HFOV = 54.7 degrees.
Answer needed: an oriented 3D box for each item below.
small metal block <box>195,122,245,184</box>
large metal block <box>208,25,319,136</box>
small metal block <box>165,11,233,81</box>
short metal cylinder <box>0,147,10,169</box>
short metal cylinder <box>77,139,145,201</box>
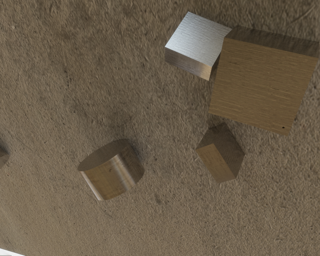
[{"bbox_3d":[0.073,0.029,0.370,0.025,0.050,0.050,-25,105,37],"label":"small metal block"},{"bbox_3d":[0.101,-0.049,0.308,0.080,0.050,0.079,18,126,17],"label":"large metal block"},{"bbox_3d":[0.039,-0.083,0.315,0.050,0.050,0.025,26,160,12],"label":"small metal block"},{"bbox_3d":[-0.338,0.063,0.588,0.050,0.080,0.080,43,129,-2],"label":"short metal cylinder"},{"bbox_3d":[-0.069,0.058,0.444,0.080,0.080,0.050,-16,110,34],"label":"short metal cylinder"}]
